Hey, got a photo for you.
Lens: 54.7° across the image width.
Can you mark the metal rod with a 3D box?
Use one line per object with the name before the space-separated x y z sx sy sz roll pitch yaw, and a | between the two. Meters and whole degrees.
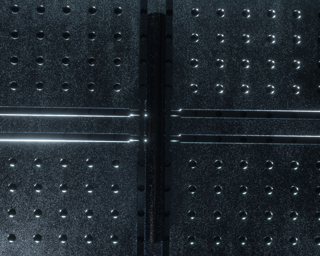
metal rod | -0.006 -0.001 0.413 0.025 0.025 0.298 0 90 -1
